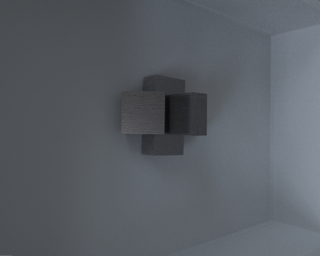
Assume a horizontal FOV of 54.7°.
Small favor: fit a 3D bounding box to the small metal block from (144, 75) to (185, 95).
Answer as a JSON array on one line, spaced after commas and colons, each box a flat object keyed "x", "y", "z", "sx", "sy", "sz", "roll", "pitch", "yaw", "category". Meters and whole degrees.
[{"x": 0.006, "y": -0.040, "z": 0.408, "sx": 0.050, "sy": 0.025, "sz": 0.050, "roll": 3, "pitch": 88, "yaw": -41, "category": "small metal block"}]

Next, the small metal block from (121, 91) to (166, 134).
[{"x": -0.019, "y": -0.018, "z": 0.370, "sx": 0.050, "sy": 0.025, "sz": 0.050, "roll": 1, "pitch": 90, "yaw": 3, "category": "small metal block"}]

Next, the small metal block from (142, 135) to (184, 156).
[{"x": 0.005, "y": 0.010, "z": 0.408, "sx": 0.050, "sy": 0.025, "sz": 0.050, "roll": 3, "pitch": 88, "yaw": -40, "category": "small metal block"}]

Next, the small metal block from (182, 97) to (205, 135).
[{"x": 0.047, "y": -0.016, "z": 0.428, "sx": 0.050, "sy": 0.025, "sz": 0.050, "roll": 5, "pitch": 86, "yaw": -79, "category": "small metal block"}]

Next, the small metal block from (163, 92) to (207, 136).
[{"x": 0.030, "y": -0.016, "z": 0.380, "sx": 0.025, "sy": 0.050, "sz": 0.050, "roll": 1, "pitch": 90, "yaw": -41, "category": "small metal block"}]
